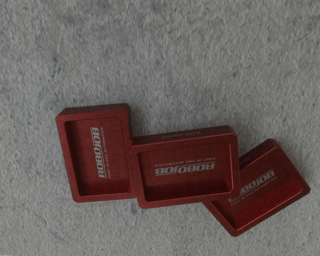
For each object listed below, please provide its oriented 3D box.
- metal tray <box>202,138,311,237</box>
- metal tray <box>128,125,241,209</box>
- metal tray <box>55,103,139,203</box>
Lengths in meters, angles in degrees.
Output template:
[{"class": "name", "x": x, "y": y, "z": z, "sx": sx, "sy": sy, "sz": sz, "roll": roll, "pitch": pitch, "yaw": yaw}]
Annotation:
[{"class": "metal tray", "x": 0.131, "y": 0.087, "z": 0.441, "sx": 0.130, "sy": 0.030, "sz": 0.090, "roll": -36, "pitch": 107, "yaw": 12}, {"class": "metal tray", "x": 0.032, "y": 0.050, "z": 0.393, "sx": 0.131, "sy": 0.030, "sz": 0.089, "roll": -8, "pitch": 110, "yaw": 2}, {"class": "metal tray", "x": -0.080, "y": 0.035, "z": 0.418, "sx": 0.091, "sy": 0.030, "sz": 0.129, "roll": -5, "pitch": 110, "yaw": 1}]
